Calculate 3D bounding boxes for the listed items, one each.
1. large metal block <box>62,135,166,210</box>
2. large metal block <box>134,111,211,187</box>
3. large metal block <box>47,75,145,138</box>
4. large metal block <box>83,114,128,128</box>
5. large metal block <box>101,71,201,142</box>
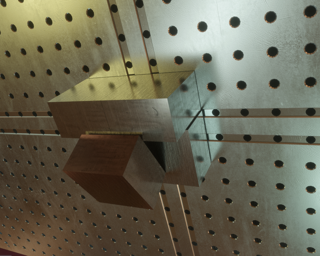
[{"bbox_3d":[-0.050,0.052,0.366,0.080,0.050,0.080,0,142,28],"label":"large metal block"},{"bbox_3d":[0.014,0.025,0.398,0.080,0.050,0.079,1,119,27],"label":"large metal block"},{"bbox_3d":[-0.079,-0.028,0.397,0.080,0.080,0.050,1,119,27],"label":"large metal block"},{"bbox_3d":[-0.058,0.023,0.435,0.080,0.050,0.079,1,119,27],"label":"large metal block"},{"bbox_3d":[-0.007,-0.027,0.360,0.080,0.080,0.050,1,119,27],"label":"large metal block"}]
